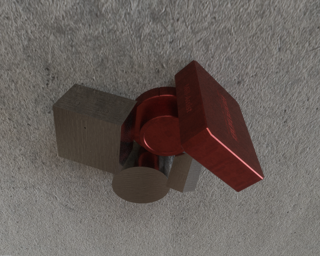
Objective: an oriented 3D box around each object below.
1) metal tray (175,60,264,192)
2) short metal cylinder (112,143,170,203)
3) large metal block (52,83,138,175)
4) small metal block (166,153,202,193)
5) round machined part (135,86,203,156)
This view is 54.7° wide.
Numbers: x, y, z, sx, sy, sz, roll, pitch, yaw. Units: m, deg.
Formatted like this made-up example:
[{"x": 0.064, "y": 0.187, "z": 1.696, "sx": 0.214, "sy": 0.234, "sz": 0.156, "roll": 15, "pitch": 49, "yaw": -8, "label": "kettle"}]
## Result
[{"x": 0.060, "y": -0.007, "z": 0.333, "sx": 0.030, "sy": 0.130, "sz": 0.090, "roll": -37, "pitch": 121, "yaw": 26, "label": "metal tray"}, {"x": -0.026, "y": 0.064, "z": 0.447, "sx": 0.081, "sy": 0.050, "sz": 0.079, "roll": 0, "pitch": 130, "yaw": 0, "label": "short metal cylinder"}, {"x": -0.077, "y": 0.002, "z": 0.376, "sx": 0.080, "sy": 0.050, "sz": 0.079, "roll": 16, "pitch": 130, "yaw": 8, "label": "large metal block"}, {"x": 0.036, "y": 0.060, "z": 0.430, "sx": 0.025, "sy": 0.050, "sz": 0.050, "roll": 17, "pitch": 180, "yaw": 26, "label": "small metal block"}, {"x": 0.008, "y": -0.002, "z": 0.397, "sx": 0.099, "sy": 0.042, "sz": 0.097, "roll": -1, "pitch": 130, "yaw": 0, "label": "round machined part"}]
